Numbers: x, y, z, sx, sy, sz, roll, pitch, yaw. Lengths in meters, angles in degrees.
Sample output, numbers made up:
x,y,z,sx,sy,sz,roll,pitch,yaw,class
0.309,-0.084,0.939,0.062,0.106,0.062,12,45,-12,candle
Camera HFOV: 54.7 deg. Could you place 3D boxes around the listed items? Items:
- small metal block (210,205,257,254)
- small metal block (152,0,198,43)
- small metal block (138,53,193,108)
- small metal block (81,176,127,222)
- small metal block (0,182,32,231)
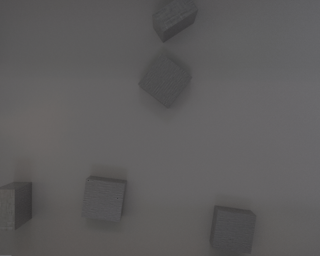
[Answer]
x,y,z,sx,sy,sz,roll,pitch,yaw,class
0.096,0.134,0.412,0.050,0.025,0.050,8,90,0,small metal block
0.018,-0.140,0.399,0.050,0.050,0.025,-33,90,0,small metal block
0.007,-0.061,0.411,0.050,0.025,0.050,38,90,0,small metal block
-0.073,0.093,0.411,0.050,0.025,0.050,7,90,0,small metal block
-0.187,0.099,0.397,0.025,0.050,0.050,0,90,0,small metal block
